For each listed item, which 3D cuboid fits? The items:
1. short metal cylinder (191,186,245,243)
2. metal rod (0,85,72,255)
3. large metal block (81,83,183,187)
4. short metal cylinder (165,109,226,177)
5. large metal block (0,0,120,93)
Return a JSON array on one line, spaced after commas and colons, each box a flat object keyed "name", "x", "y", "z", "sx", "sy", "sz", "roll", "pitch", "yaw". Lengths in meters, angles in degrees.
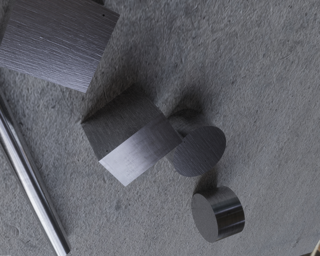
[{"name": "short metal cylinder", "x": 0.093, "y": 0.141, "z": 0.510, "sx": 0.050, "sy": 0.080, "sz": 0.079, "roll": -11, "pitch": 123, "yaw": -23}, {"name": "metal rod", "x": -0.154, "y": 0.050, "z": 0.353, "sx": 0.025, "sy": 0.025, "sz": 0.298, "roll": -20, "pitch": 126, "yaw": -17}, {"name": "large metal block", "x": -0.035, "y": 0.005, "z": 0.356, "sx": 0.080, "sy": 0.080, "sz": 0.050, "roll": -38, "pitch": 129, "yaw": -3}, {"name": "short metal cylinder", "x": 0.043, "y": 0.020, "z": 0.427, "sx": 0.081, "sy": 0.050, "sz": 0.079, "roll": -14, "pitch": 124, "yaw": -21}, {"name": "large metal block", "x": -0.096, "y": -0.088, "z": 0.284, "sx": 0.081, "sy": 0.050, "sz": 0.080, "roll": 16, "pitch": 110, "yaw": -35}]
